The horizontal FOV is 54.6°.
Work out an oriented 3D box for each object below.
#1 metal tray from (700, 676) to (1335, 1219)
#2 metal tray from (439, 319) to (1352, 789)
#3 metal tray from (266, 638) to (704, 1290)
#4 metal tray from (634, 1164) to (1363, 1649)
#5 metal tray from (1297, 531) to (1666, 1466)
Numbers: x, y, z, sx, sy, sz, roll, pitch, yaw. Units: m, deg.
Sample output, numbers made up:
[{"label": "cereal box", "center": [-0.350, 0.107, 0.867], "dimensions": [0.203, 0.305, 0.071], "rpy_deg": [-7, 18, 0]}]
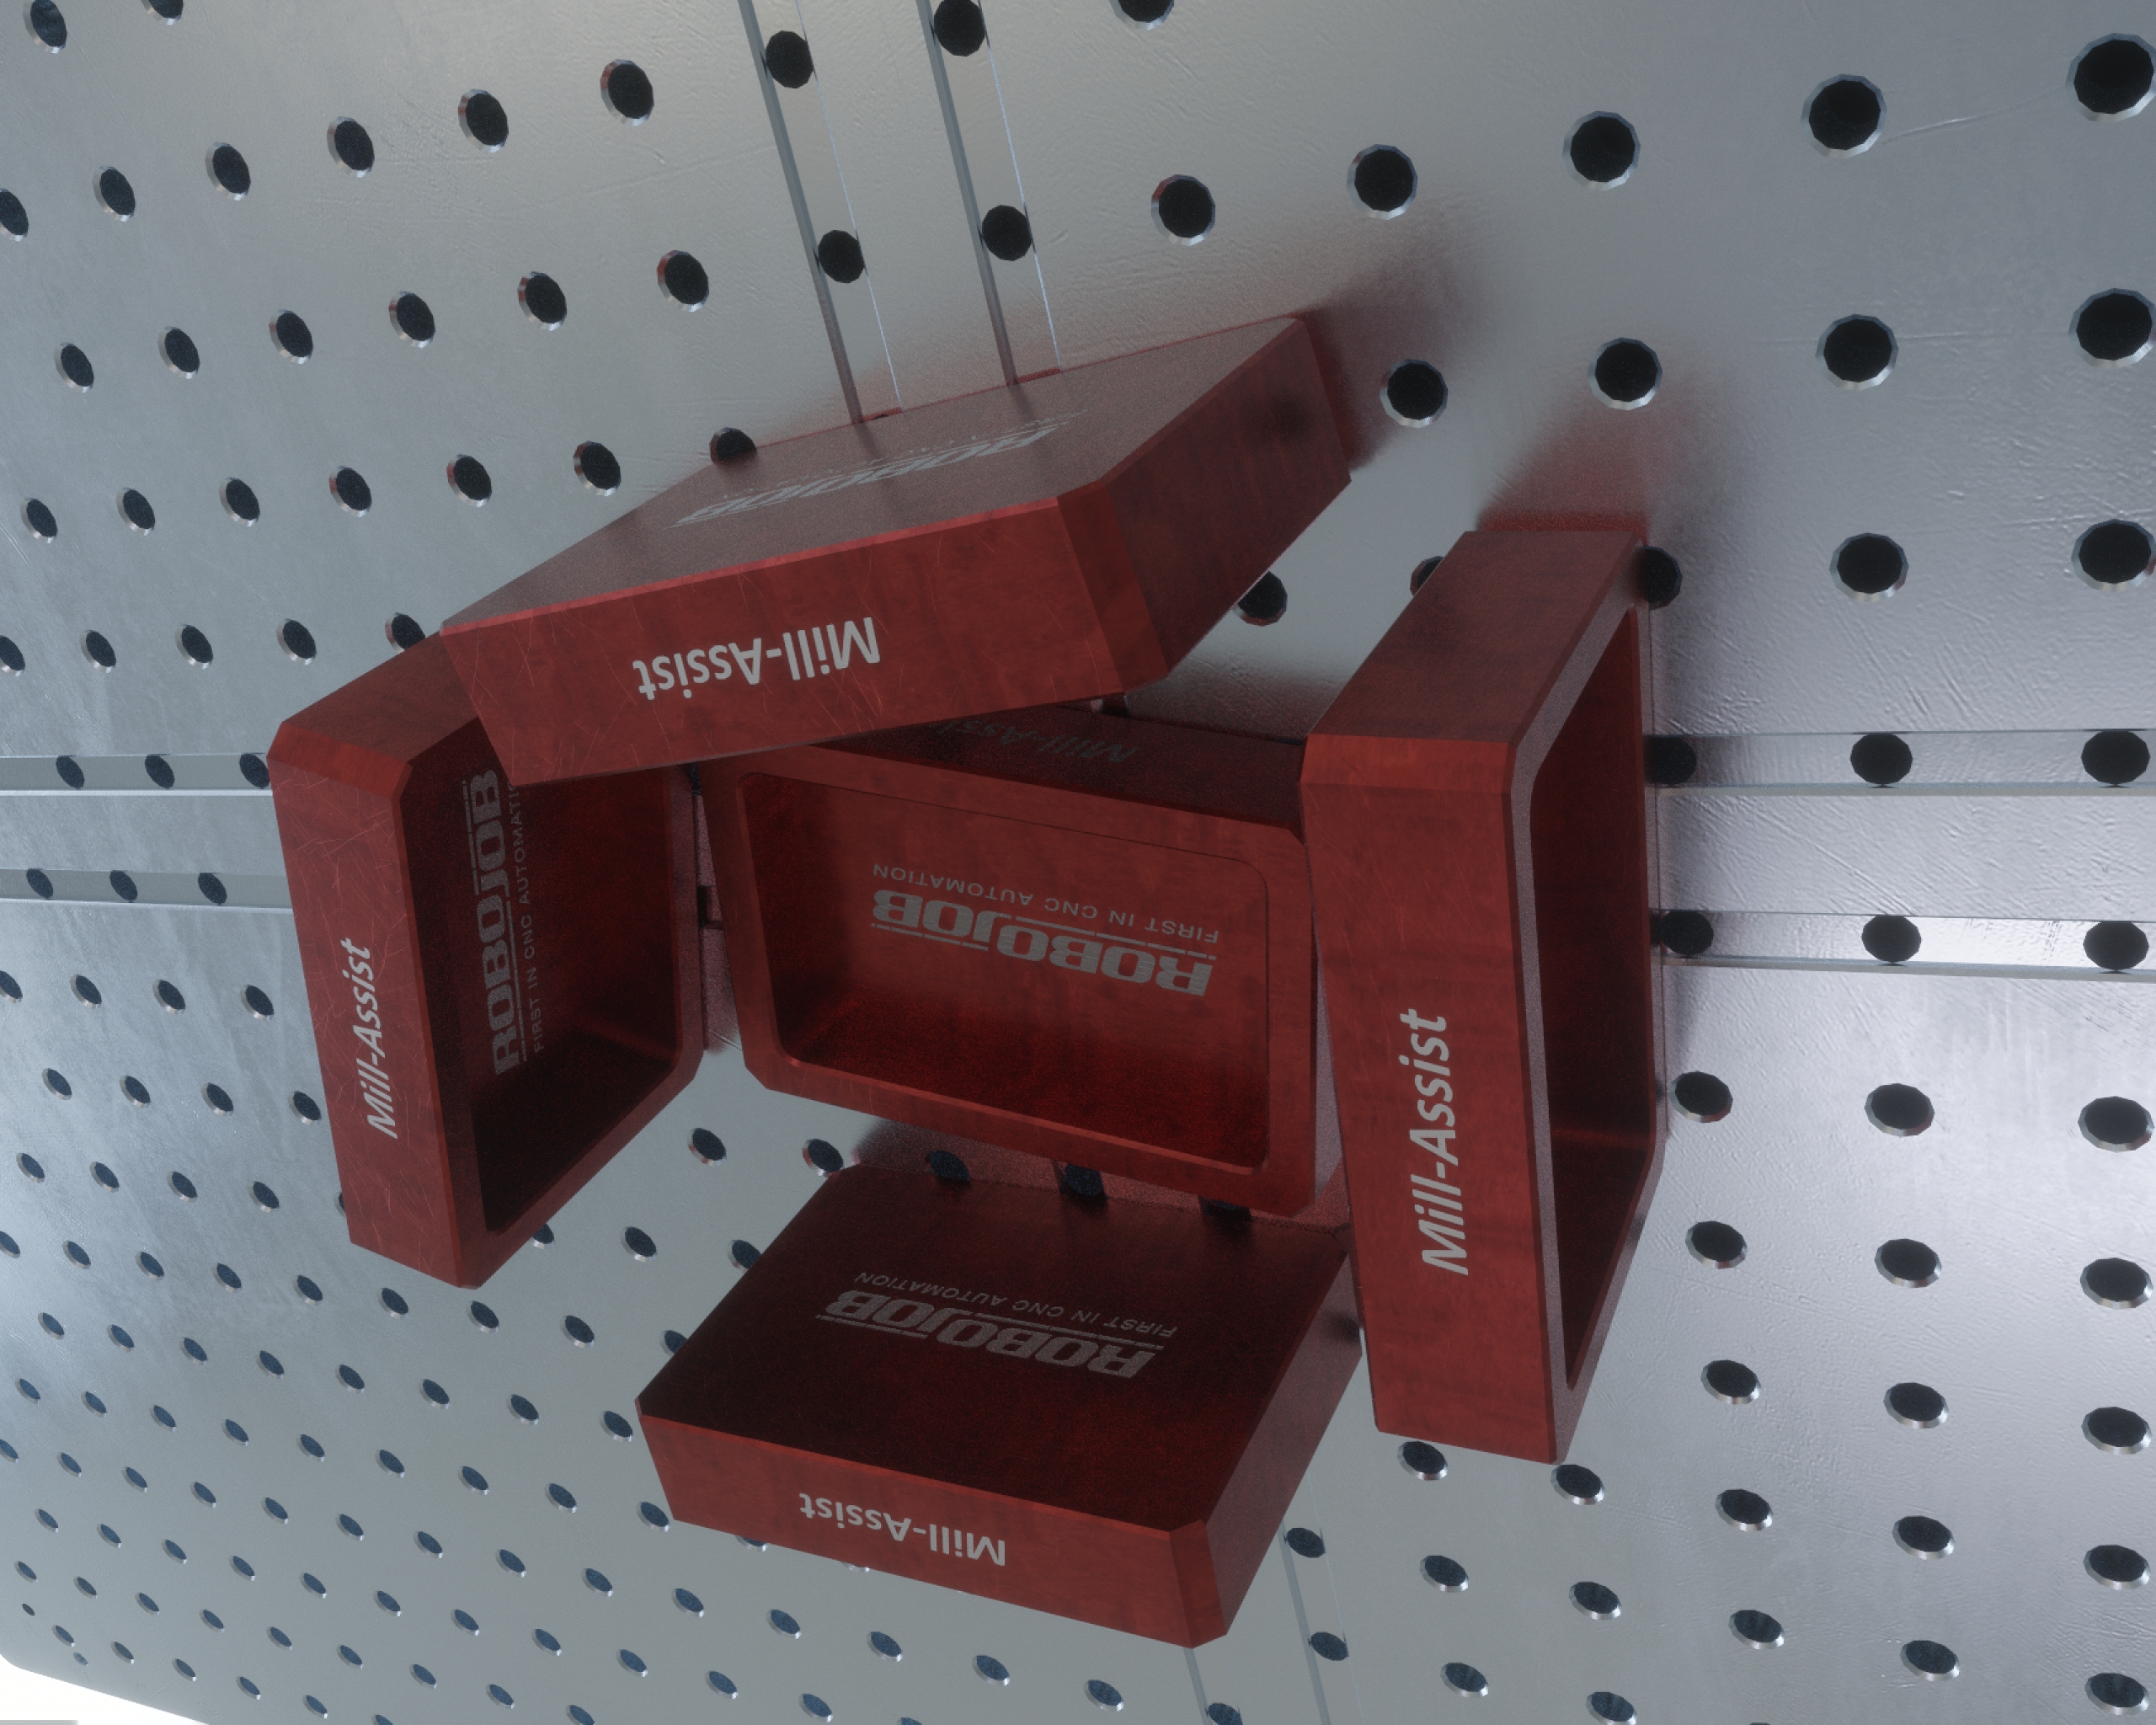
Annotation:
[{"label": "metal tray", "center": [-0.009, 0.015, 0.421], "dimensions": [0.130, 0.030, 0.089], "rpy_deg": [11, 123, 22]}, {"label": "metal tray", "center": [-0.030, -0.052, 0.353], "dimensions": [0.130, 0.090, 0.030], "rpy_deg": [-6, 115, 31]}, {"label": "metal tray", "center": [-0.119, 0.013, 0.441], "dimensions": [0.030, 0.090, 0.129], "rpy_deg": [17, 125, 19]}, {"label": "metal tray", "center": [-0.015, 0.110, 0.446], "dimensions": [0.130, 0.090, 0.030], "rpy_deg": [4, 120, 26]}, {"label": "metal tray", "center": [0.071, 0.021, 0.344], "dimensions": [0.030, 0.090, 0.129], "rpy_deg": [4, 120, 26]}]
